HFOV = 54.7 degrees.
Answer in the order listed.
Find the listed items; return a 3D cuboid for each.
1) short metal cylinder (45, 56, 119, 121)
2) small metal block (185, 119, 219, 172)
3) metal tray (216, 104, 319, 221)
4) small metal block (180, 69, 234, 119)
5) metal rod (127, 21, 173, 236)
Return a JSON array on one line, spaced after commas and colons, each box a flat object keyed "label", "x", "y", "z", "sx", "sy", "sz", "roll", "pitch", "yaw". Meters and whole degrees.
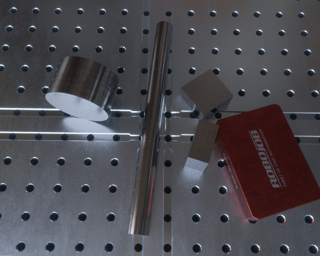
[{"label": "short metal cylinder", "x": -0.098, "y": -0.048, "z": 0.399, "sx": 0.080, "sy": 0.080, "sz": 0.050, "roll": 13, "pitch": 71, "yaw": 4}, {"label": "small metal block", "x": 0.052, "y": 0.023, "z": 0.391, "sx": 0.025, "sy": 0.050, "sz": 0.050, "roll": 17, "pitch": 71, "yaw": 6}, {"label": "metal tray", "x": 0.132, "y": 0.042, "z": 0.396, "sx": 0.091, "sy": 0.030, "sz": 0.130, "roll": -16, "pitch": 71, "yaw": -6}, {"label": "small metal block", "x": 0.064, "y": -0.045, "z": 0.429, "sx": 0.050, "sy": 0.025, "sz": 0.050, "roll": -33, "pitch": 74, "yaw": -12}, {"label": "metal rod", "x": -0.009, "y": -0.014, "z": 0.416, "sx": 0.025, "sy": 0.025, "sz": 0.299, "roll": 6, "pitch": 70, "yaw": 2}]
